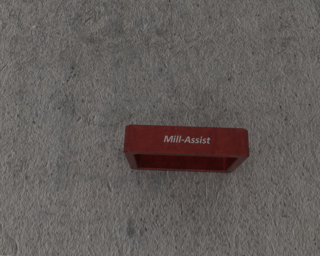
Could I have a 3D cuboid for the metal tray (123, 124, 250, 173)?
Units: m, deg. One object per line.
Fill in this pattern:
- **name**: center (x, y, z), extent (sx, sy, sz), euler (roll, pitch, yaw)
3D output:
- **metal tray**: center (0.028, 0.027, 0.363), extent (0.131, 0.090, 0.030), euler (2, 70, 1)
